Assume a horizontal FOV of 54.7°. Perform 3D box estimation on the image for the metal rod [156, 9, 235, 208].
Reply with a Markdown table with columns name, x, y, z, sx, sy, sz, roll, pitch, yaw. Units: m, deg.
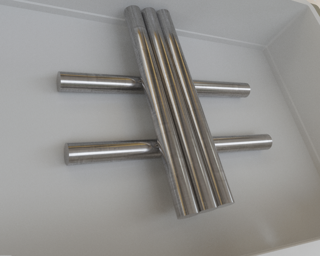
| name | x | y | z | sx | sy | sz | roll | pitch | yaw |
| --- | --- | --- | --- | --- | --- | --- | --- | --- | --- |
| metal rod | 0.038 | -0.042 | 0.417 | 0.025 | 0.025 | 0.299 | -1 | 62 | -29 |

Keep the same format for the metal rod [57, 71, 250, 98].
| name | x | y | z | sx | sy | sz | roll | pitch | yaw |
| --- | --- | --- | --- | --- | --- | --- | --- | --- | --- |
| metal rod | 0.010 | -0.060 | 0.446 | 0.303 | 0.025 | 0.025 | -2 | 63 | -29 |

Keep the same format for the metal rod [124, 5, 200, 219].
| name | x | y | z | sx | sy | sz | roll | pitch | yaw |
| --- | --- | --- | --- | --- | --- | --- | --- | --- | --- |
| metal rod | -0.005 | -0.038 | 0.391 | 0.025 | 0.025 | 0.299 | -1 | 62 | -29 |

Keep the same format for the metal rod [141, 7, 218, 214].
| name | x | y | z | sx | sy | sz | roll | pitch | yaw |
| --- | --- | --- | --- | --- | --- | --- | --- | --- | --- |
| metal rod | 0.017 | -0.040 | 0.404 | 0.025 | 0.025 | 0.299 | -1 | 62 | -29 |

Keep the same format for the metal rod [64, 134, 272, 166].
| name | x | y | z | sx | sy | sz | roll | pitch | yaw |
| --- | --- | --- | --- | --- | --- | --- | --- | --- | --- |
| metal rod | 0.032 | 0.025 | 0.406 | 0.303 | 0.025 | 0.025 | -1 | 63 | -29 |
